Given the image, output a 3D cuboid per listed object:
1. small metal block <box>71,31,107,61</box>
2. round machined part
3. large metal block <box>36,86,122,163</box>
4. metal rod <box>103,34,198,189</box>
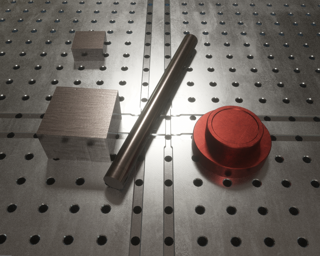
[{"bbox_3d":[-0.118,-0.139,0.523,0.050,0.025,0.050,-1,50,-1],"label":"small metal block"},{"bbox_3d":[0.091,0.010,0.390,0.099,0.042,0.098,0,50,0],"label":"round machined part"},{"bbox_3d":[-0.098,-0.005,0.395,0.080,0.050,0.080,4,50,2],"label":"large metal block"},{"bbox_3d":[0.000,-0.044,0.444,0.025,0.025,0.301,16,52,13],"label":"metal rod"}]
